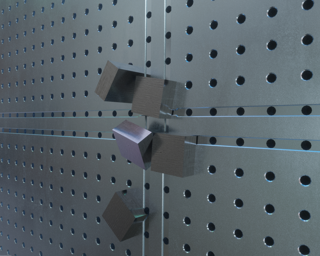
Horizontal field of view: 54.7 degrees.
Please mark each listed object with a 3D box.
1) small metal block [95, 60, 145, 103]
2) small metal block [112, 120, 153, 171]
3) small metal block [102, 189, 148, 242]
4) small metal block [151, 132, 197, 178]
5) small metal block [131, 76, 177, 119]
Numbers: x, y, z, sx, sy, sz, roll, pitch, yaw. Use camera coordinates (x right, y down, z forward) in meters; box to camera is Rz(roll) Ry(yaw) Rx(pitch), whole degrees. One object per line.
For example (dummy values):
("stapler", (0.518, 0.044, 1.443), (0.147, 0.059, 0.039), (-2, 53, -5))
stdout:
("small metal block", (-0.057, -0.064, 0.438), (0.025, 0.050, 0.050), (42, 115, 32))
("small metal block", (-0.033, 0.023, 0.418), (0.050, 0.025, 0.050), (25, 142, 37))
("small metal block", (-0.052, 0.126, 0.450), (0.050, 0.025, 0.050), (44, 116, 30))
("small metal block", (0.017, 0.033, 0.394), (0.050, 0.025, 0.050), (6, 94, 39))
("small metal block", (-0.009, -0.041, 0.415), (0.050, 0.025, 0.050), (14, 99, 38))
